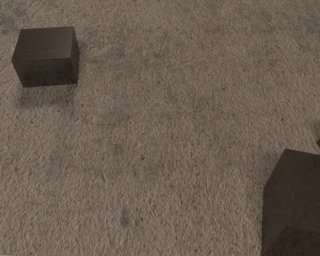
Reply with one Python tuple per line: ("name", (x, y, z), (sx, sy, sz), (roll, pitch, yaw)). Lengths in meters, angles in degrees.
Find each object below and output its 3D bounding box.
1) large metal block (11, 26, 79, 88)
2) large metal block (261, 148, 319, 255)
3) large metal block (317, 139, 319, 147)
("large metal block", (-0.171, -0.111, 0.478), (0.081, 0.050, 0.080), (-5, 50, -5))
("large metal block", (0.136, 0.079, 0.303), (0.050, 0.080, 0.080), (11, 51, 9))
("large metal block", (0.255, 0.025, 0.369), (0.081, 0.050, 0.080), (-13, 51, -11))
